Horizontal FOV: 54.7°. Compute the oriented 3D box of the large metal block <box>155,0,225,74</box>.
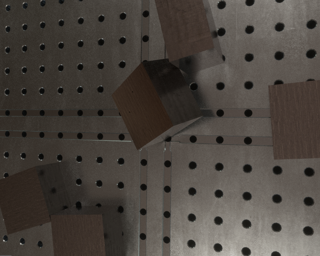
[{"bbox_3d":[0.038,-0.116,0.369,0.050,0.080,0.080,-14,85,19],"label":"large metal block"}]

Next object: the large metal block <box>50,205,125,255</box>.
[{"bbox_3d":[-0.100,0.155,0.433,0.080,0.050,0.080,-6,88,19],"label":"large metal block"}]

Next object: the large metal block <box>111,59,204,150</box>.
[{"bbox_3d":[-0.006,-0.029,0.382,0.080,0.050,0.080,-36,77,49],"label":"large metal block"}]

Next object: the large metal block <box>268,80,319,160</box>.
[{"bbox_3d":[0.165,-0.009,0.341,0.080,0.050,0.080,-4,89,19],"label":"large metal block"}]

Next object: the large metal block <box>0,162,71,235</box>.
[{"bbox_3d":[-0.189,0.104,0.464,0.080,0.050,0.080,-20,83,18],"label":"large metal block"}]
